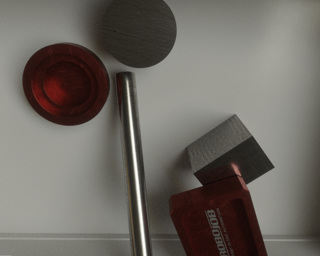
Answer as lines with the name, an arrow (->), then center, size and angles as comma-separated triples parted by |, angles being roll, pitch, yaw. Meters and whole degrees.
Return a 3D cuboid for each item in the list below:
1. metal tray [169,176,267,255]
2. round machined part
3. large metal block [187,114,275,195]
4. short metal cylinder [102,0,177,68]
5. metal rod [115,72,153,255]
metal tray -> 0.073, 0.129, 0.372 | 0.090, 0.030, 0.129 | -18, 110, 5
round machined part -> -0.111, -0.055, 0.380 | 0.099, 0.042, 0.097 | 0, 110, -1
large metal block -> 0.086, 0.036, 0.396 | 0.080, 0.080, 0.050 | -35, 107, 11
short metal cylinder -> -0.022, -0.113, 0.356 | 0.081, 0.050, 0.079 | 0, 110, -1
metal rod -> -0.029, 0.080, 0.374 | 0.025, 0.025, 0.298 | -6, 85, 2
